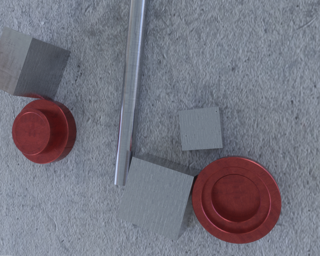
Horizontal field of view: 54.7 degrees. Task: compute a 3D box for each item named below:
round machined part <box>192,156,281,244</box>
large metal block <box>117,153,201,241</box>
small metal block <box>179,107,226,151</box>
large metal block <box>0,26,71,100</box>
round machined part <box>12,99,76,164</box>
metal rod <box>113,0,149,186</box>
[{"bbox_3d":[0.090,0.081,0.367,0.098,0.042,0.097,0,90,18],"label":"round machined part"},{"bbox_3d":[0.001,0.084,0.395,0.080,0.050,0.080,16,95,19],"label":"large metal block"},{"bbox_3d":[0.053,0.001,0.390,0.050,0.025,0.050,-5,88,19],"label":"small metal block"},{"bbox_3d":[-0.185,-0.089,0.445,0.050,0.080,0.080,25,98,18],"label":"large metal block"},{"bbox_3d":[-0.179,0.005,0.463,0.098,0.042,0.097,0,90,20],"label":"round machined part"},{"bbox_3d":[-0.037,-0.072,0.422,0.025,0.025,0.298,6,92,20],"label":"metal rod"}]
